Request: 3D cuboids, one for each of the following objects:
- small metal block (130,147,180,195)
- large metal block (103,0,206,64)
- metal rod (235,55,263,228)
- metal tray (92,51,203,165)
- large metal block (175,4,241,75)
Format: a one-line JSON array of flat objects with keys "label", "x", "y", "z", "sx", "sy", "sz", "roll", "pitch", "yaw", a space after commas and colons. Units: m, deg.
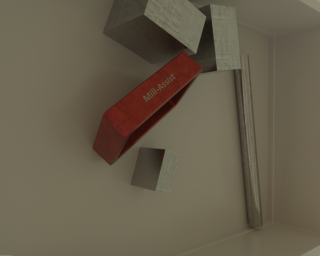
[{"label": "small metal block", "x": -0.006, "y": 0.052, "z": 0.387, "sx": 0.025, "sy": 0.050, "sz": 0.050, "roll": 23, "pitch": 76, "yaw": -38}, {"label": "large metal block", "x": -0.007, "y": -0.122, "z": 0.367, "sx": 0.080, "sy": 0.080, "sz": 0.050, "roll": 26, "pitch": 74, "yaw": -38}, {"label": "metal rod", "x": 0.154, "y": 0.025, "z": 0.539, "sx": 0.025, "sy": 0.025, "sz": 0.298, "roll": -11, "pitch": 97, "yaw": -40}, {"label": "metal tray", "x": -0.014, "y": -0.022, "z": 0.352, "sx": 0.030, "sy": 0.090, "sz": 0.131, "roll": 44, "pitch": 58, "yaw": 5}, {"label": "large metal block", "x": 0.058, "y": -0.114, "z": 0.422, "sx": 0.050, "sy": 0.080, "sz": 0.079, "roll": -13, "pitch": 98, "yaw": -40}]
